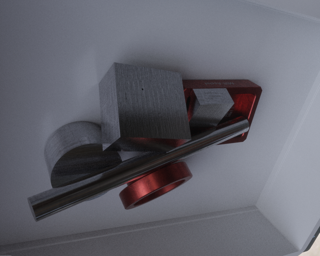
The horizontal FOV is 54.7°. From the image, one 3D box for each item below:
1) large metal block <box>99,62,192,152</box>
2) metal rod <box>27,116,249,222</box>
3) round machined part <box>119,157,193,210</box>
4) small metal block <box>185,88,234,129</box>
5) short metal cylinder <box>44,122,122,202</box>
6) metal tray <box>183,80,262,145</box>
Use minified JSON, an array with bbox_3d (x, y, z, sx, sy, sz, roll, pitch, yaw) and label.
[{"bbox_3d":[-0.018,-0.019,0.341,0.081,0.080,0.050,3,159,-29],"label":"large metal block"},{"bbox_3d":[-0.001,0.037,0.377,0.302,0.025,0.025,-19,127,-31],"label":"metal rod"},{"bbox_3d":[-0.010,0.068,0.413,0.099,0.042,0.098,-25,164,-8],"label":"round machined part"},{"bbox_3d":[0.058,-0.025,0.397,0.050,0.025,0.050,-5,147,-26],"label":"small metal block"},{"bbox_3d":[-0.091,0.039,0.365,0.081,0.050,0.079,-14,125,-21],"label":"short metal cylinder"},{"bbox_3d":[0.073,-0.020,0.432,0.131,0.030,0.089,-5,121,-27],"label":"metal tray"}]
